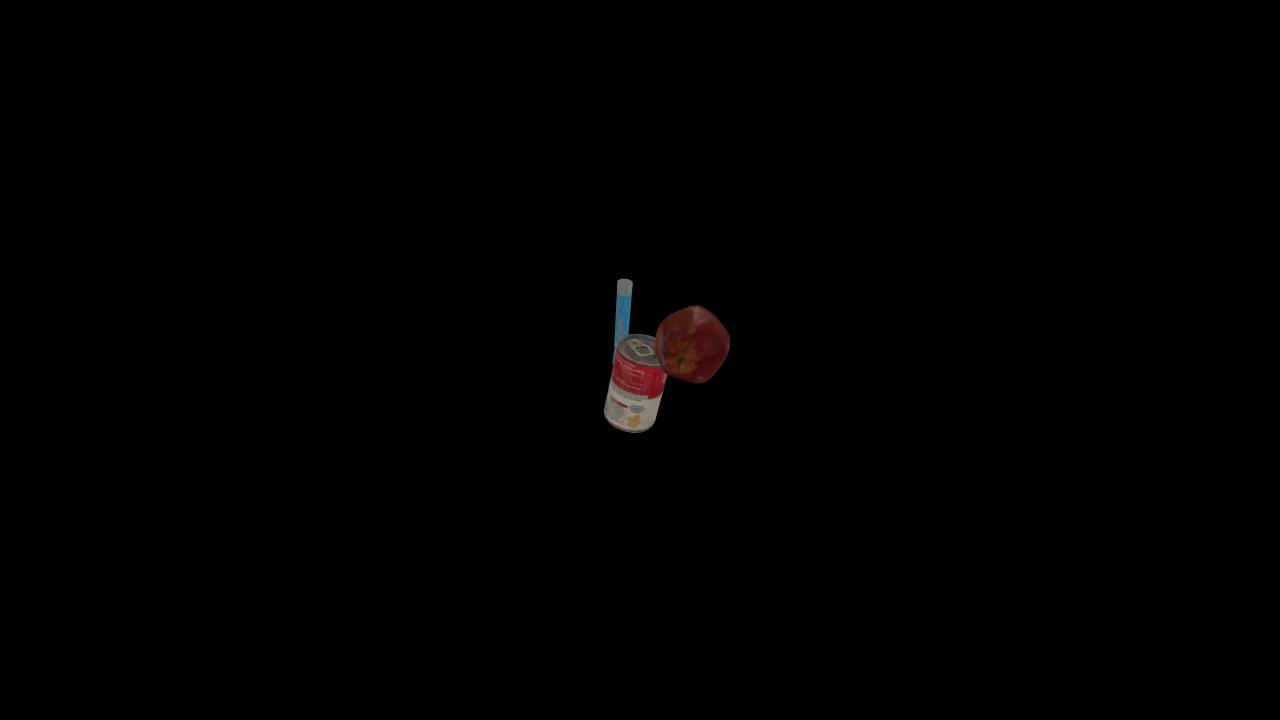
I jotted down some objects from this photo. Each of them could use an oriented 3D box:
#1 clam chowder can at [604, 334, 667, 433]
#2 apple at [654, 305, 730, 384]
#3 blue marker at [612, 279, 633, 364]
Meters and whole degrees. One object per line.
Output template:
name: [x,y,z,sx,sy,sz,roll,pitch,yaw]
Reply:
clam chowder can: [-0.004,0.029,0.744,0.068,0.102,0.068,10,31,-6]
apple: [0.053,-0.014,0.636,0.079,0.079,0.093,0,18,13]
blue marker: [-0.022,-0.042,0.764,0.020,0.121,0.020,4,32,-2]
